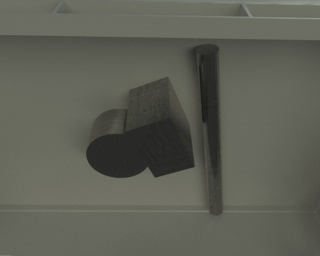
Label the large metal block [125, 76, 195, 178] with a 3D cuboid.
[{"bbox_3d":[0.002,-0.001,0.372,0.050,0.080,0.080,-18,128,14],"label":"large metal block"}]

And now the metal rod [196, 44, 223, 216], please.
[{"bbox_3d":[0.073,0.027,0.432,0.025,0.025,0.298,-7,130,5],"label":"metal rod"}]

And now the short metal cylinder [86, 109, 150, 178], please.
[{"bbox_3d":[-0.053,0.021,0.410,0.081,0.050,0.079,0,130,0],"label":"short metal cylinder"}]
